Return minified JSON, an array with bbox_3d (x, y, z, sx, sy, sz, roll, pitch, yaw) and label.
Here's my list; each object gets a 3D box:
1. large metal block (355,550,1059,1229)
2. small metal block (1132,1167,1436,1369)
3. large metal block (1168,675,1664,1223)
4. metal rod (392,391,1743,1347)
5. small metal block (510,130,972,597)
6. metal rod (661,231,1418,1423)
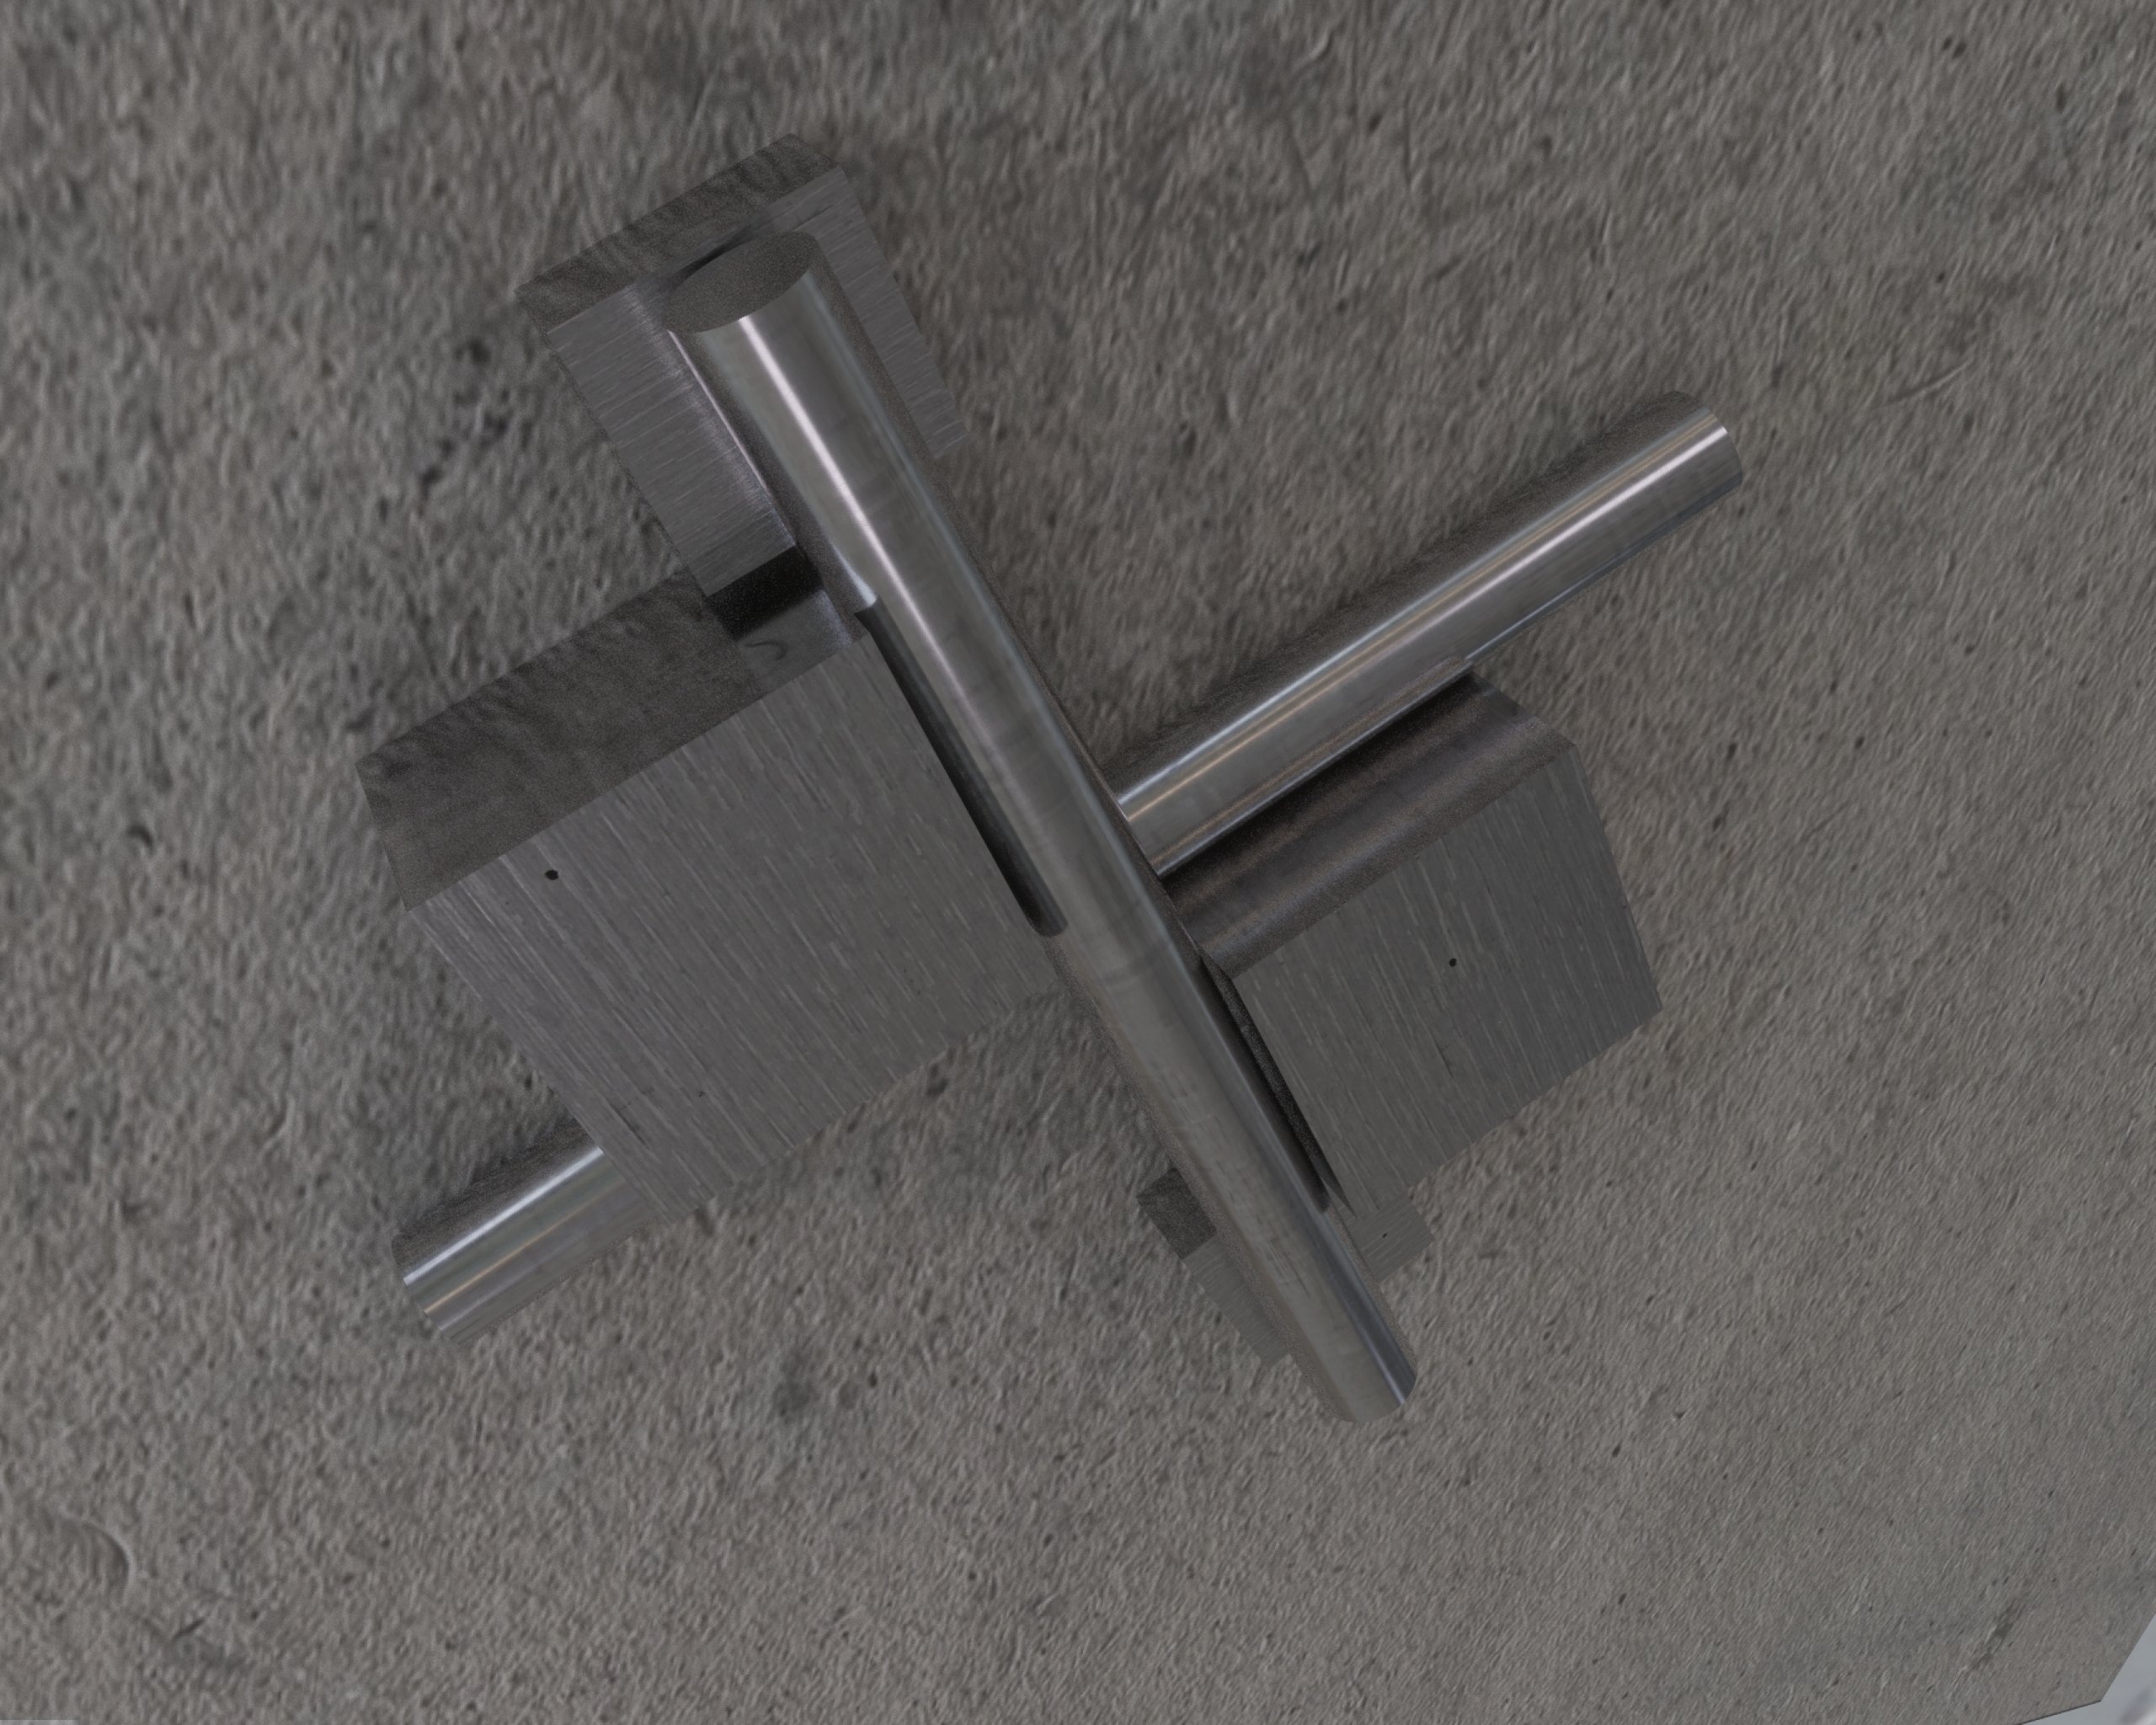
[{"bbox_3d":[-0.062,0.002,0.357,0.080,0.050,0.080,-32,129,-7],"label":"large metal block"},{"bbox_3d":[0.049,0.083,0.487,0.050,0.025,0.050,-37,129,-4],"label":"small metal block"},{"bbox_3d":[0.067,0.015,0.438,0.080,0.050,0.080,-34,129,-6],"label":"large metal block"},{"bbox_3d":[0.003,-0.002,0.409,0.301,0.025,0.025,-34,129,-6],"label":"metal rod"},{"bbox_3d":[-0.053,-0.079,0.332,0.050,0.025,0.050,-33,129,-7],"label":"small metal block"},{"bbox_3d":[0.009,0.018,0.392,0.025,0.025,0.299,-34,129,-6],"label":"metal rod"}]
